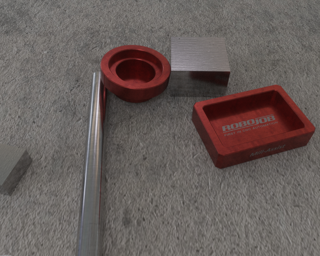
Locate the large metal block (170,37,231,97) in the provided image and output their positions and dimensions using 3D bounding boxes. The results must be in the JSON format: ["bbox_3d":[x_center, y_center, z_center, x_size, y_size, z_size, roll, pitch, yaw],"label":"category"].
[{"bbox_3d":[0.056,-0.092,0.465,0.080,0.050,0.080,1,50,1],"label":"large metal block"}]

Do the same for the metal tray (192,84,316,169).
[{"bbox_3d":[0.118,-0.006,0.405,0.131,0.030,0.090,-13,51,-11],"label":"metal tray"}]

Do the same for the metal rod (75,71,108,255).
[{"bbox_3d":[-0.078,0.039,0.369,0.025,0.025,0.300,-3,50,-3],"label":"metal rod"}]

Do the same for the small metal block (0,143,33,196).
[{"bbox_3d":[-0.189,0.047,0.363,0.050,0.025,0.050,11,51,9],"label":"small metal block"}]

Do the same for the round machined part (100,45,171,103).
[{"bbox_3d":[-0.036,-0.074,0.449,0.099,0.042,0.098,5,49,-6],"label":"round machined part"}]
